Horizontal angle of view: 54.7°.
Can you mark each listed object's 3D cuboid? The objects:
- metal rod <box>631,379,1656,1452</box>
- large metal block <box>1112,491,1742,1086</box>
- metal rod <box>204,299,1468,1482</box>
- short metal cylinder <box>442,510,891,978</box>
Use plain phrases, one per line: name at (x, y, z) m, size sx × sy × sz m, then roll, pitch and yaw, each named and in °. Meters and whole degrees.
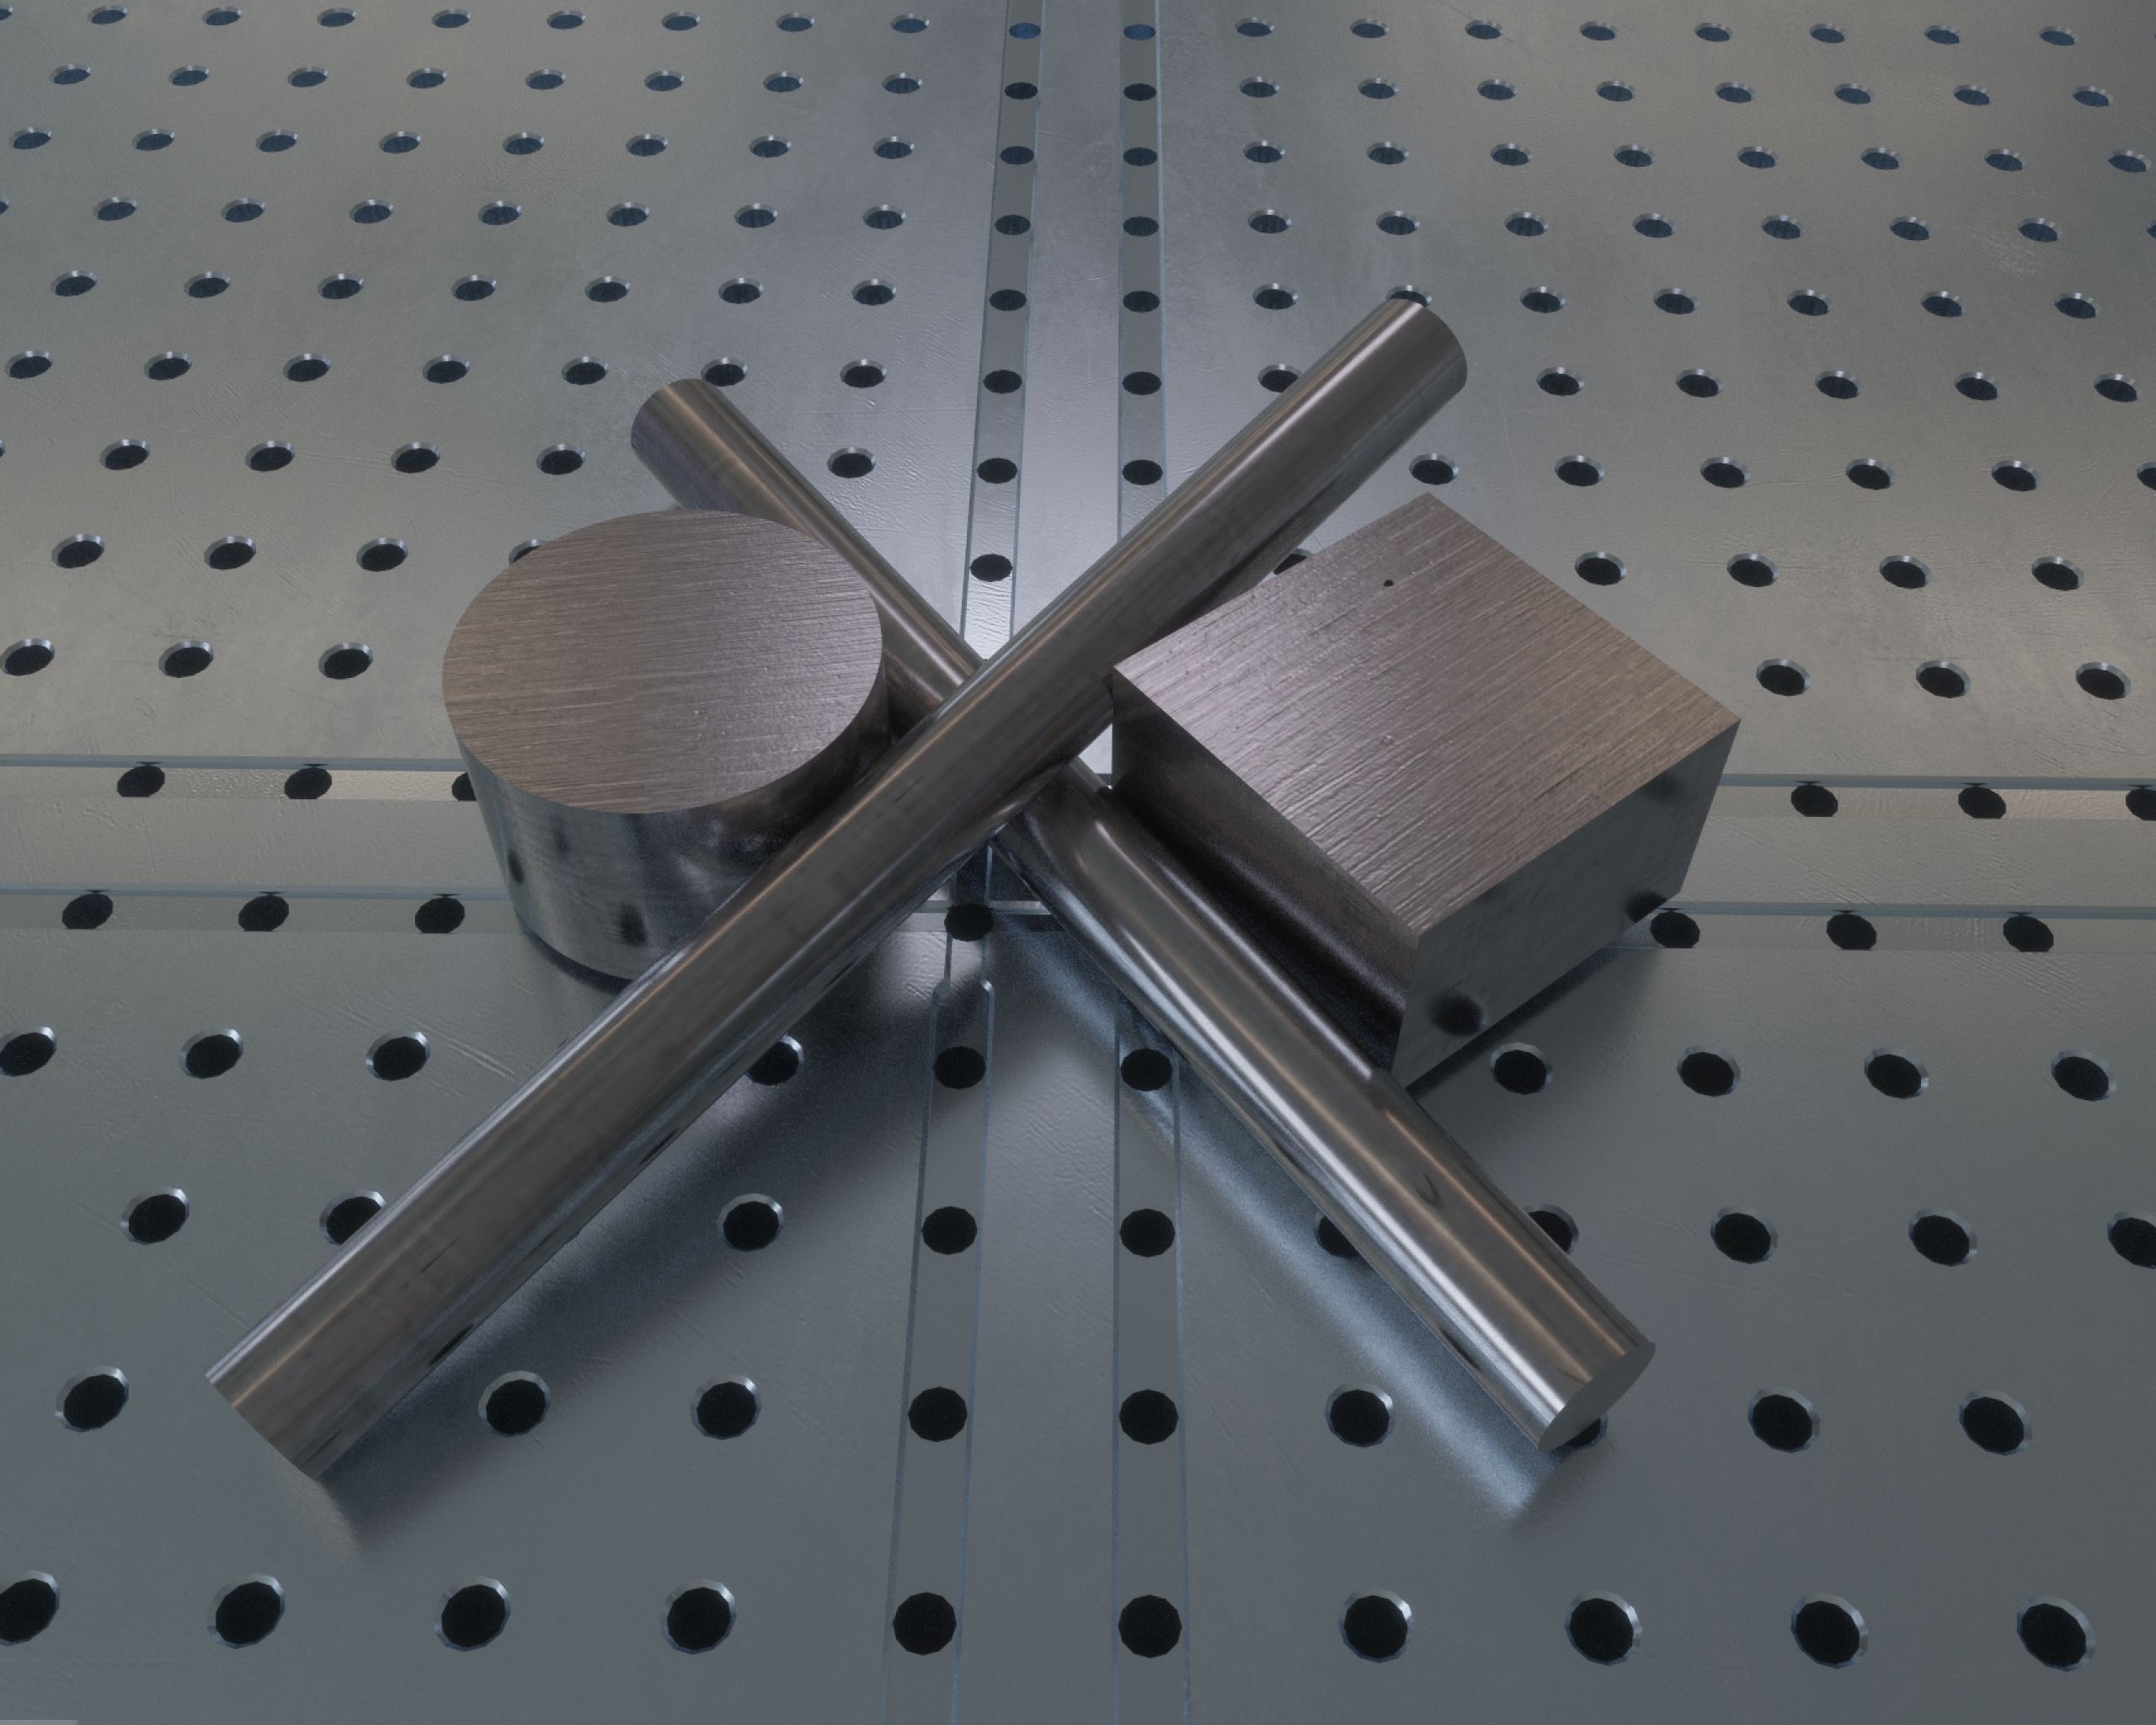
metal rod at (-0.005, -0.008, 0.409) m, size 0.025 × 0.025 × 0.300 m, roll -29°, pitch 56°, yaw -22°
large metal block at (0.063, -0.015, 0.399) m, size 0.081 × 0.050 × 0.080 m, roll -31°, pitch 57°, yaw -24°
metal rod at (-0.029, -0.009, 0.383) m, size 0.025 × 0.025 × 0.301 m, roll 35°, pitch 66°, yaw 25°
short metal cylinder at (-0.077, -0.023, 0.405) m, size 0.081 × 0.050 × 0.080 m, roll 0°, pitch 50°, yaw 0°
